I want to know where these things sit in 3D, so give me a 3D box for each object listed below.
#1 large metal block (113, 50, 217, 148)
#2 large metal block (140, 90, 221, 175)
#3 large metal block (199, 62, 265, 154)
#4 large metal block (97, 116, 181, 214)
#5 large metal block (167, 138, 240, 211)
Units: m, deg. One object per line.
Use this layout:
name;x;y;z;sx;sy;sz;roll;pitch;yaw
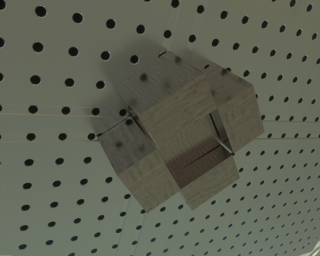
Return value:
large metal block;0.004;-0.036;0.355;0.080;0.080;0.050;-33;129;-6
large metal block;0.023;0.002;0.407;0.080;0.050;0.080;-32;127;-5
large metal block;0.083;-0.027;0.403;0.050;0.080;0.080;-34;129;-6
large metal block;-0.027;0.045;0.388;0.050;0.080;0.080;-34;129;-6
large metal block;0.051;0.054;0.437;0.080;0.080;0.050;-32;129;-7
